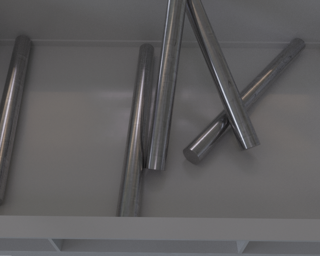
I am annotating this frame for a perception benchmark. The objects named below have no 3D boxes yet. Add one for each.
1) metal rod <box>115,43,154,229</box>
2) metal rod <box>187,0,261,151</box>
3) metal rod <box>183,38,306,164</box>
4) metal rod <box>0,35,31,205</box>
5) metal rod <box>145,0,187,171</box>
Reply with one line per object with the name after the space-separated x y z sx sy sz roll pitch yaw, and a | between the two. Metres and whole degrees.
-0.028 -0.015 0.417 0.025 0.025 0.300 2 50 1 | metal rod
0.064 -0.114 0.413 0.025 0.025 0.299 -16 77 -13 | metal rod
0.136 -0.053 0.450 0.025 0.025 0.301 33 57 25 | metal rod
-0.208 -0.033 0.431 0.025 0.025 0.300 -7 50 -6 | metal rod
0.013 -0.097 0.391 0.025 0.025 0.299 7 81 5 | metal rod
